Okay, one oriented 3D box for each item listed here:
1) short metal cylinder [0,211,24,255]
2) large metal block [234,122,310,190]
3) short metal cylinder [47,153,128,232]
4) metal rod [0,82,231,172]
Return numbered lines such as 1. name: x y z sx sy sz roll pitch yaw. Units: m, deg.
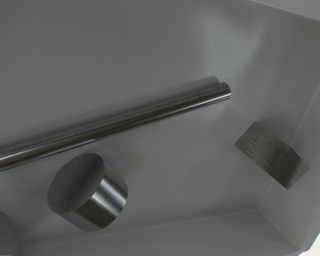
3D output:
1. short metal cylinder: -0.201 0.133 0.346 0.050 0.080 0.080 -35 129 -6
2. large metal block: 0.181 0.045 0.503 0.050 0.080 0.080 -50 129 6
3. short metal cylinder: -0.087 0.077 0.375 0.080 0.080 0.050 -38 130 -3
4. metal rod: -0.046 -0.007 0.380 0.302 0.025 0.025 -18 126 -18
